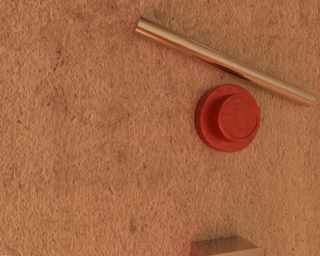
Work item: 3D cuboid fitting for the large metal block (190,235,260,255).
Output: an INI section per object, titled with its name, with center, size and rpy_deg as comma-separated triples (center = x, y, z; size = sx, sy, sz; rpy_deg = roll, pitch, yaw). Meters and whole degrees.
[large metal block]
center = 0.089, 0.202, 0.431
size = 0.081, 0.050, 0.079
rpy_deg = 0, 90, -21

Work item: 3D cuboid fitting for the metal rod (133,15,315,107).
[metal rod]
center = 0.105, -0.089, 0.449
size = 0.302, 0.025, 0.025
rpy_deg = 18, 84, -20

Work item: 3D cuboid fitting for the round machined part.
[round machined part]
center = 0.102, -0.014, 0.439
size = 0.099, 0.042, 0.097
rpy_deg = 0, 90, -21
